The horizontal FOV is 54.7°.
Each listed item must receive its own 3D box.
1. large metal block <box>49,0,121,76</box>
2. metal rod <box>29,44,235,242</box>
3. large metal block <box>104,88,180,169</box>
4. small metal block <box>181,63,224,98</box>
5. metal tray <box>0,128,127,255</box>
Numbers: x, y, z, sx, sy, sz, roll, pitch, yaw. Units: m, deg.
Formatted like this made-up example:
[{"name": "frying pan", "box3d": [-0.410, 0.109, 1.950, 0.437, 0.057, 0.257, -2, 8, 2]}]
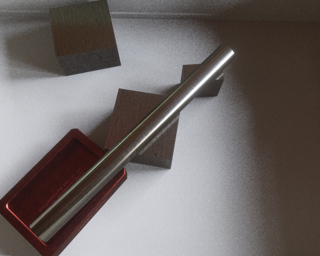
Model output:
[{"name": "large metal block", "box3d": [-0.105, -0.128, 0.442, 0.081, 0.050, 0.080, -12, 71, -5]}, {"name": "metal rod", "box3d": [-0.020, 0.006, 0.354, 0.025, 0.025, 0.301, 42, 75, 13]}, {"name": "large metal block", "box3d": [-0.019, 0.002, 0.395, 0.080, 0.050, 0.080, 9, 70, 3]}, {"name": "small metal block", "box3d": [0.056, -0.063, 0.420, 0.050, 0.050, 0.025, -5, 70, -2]}, {"name": "metal tray", "box3d": [-0.115, 0.076, 0.377, 0.090, 0.030, 0.130, 38, 74, 12]}]
